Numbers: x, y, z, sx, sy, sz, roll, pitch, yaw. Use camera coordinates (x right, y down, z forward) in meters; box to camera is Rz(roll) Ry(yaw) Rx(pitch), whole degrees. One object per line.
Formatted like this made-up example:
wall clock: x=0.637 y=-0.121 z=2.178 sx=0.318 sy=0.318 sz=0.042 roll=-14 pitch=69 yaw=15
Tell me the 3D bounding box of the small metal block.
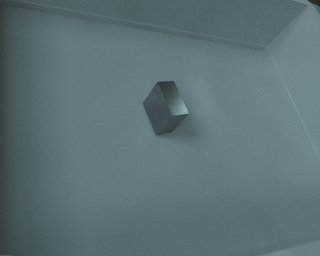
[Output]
small metal block: x=0.006 y=-0.026 z=0.404 sx=0.025 sy=0.050 sz=0.050 roll=-9 pitch=66 yaw=-32
